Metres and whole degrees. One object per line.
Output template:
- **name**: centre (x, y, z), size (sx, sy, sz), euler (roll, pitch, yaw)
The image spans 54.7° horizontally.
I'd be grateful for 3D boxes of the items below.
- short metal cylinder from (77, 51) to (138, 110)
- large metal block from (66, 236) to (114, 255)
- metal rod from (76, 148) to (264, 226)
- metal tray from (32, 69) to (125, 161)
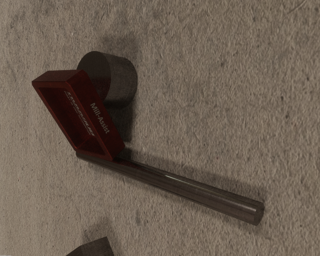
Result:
- **short metal cylinder**: centre (-0.079, -0.068, 0.452), size (0.080, 0.050, 0.079), euler (0, 90, 39)
- **large metal block**: centre (-0.108, 0.226, 0.475), size (0.080, 0.050, 0.080), euler (-41, 65, 32)
- **metal rod**: centre (-0.012, 0.064, 0.413), size (0.300, 0.025, 0.025), euler (12, 98, 39)
- **metal tray**: centre (-0.112, -0.017, 0.432), size (0.090, 0.030, 0.129), euler (7, 132, 40)
